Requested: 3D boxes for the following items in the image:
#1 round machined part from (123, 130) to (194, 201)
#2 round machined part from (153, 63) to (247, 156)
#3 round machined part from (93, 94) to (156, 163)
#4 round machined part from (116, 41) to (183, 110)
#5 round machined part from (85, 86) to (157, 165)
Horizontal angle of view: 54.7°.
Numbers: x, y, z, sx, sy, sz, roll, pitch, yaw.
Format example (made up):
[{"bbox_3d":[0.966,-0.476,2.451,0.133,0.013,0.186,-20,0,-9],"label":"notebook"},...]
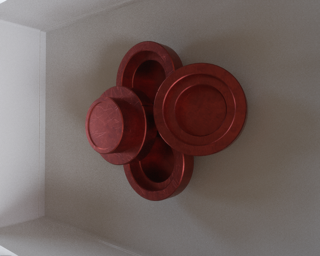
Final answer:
[{"bbox_3d":[0.002,0.039,0.390,0.098,0.042,0.097,0,90,39],"label":"round machined part"},{"bbox_3d":[0.046,-0.019,0.340,0.098,0.042,0.097,-1,87,19],"label":"round machined part"},{"bbox_3d":[-0.056,0.000,0.435,0.098,0.042,0.097,0,90,39],"label":"round machined part"},{"bbox_3d":[-0.008,-0.058,0.398,0.098,0.042,0.097,0,90,39],"label":"round machined part"},{"bbox_3d":[-0.054,-0.003,0.379,0.098,0.042,0.097,0,90,39],"label":"round machined part"}]
